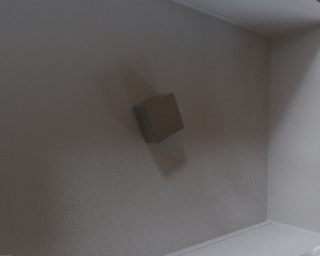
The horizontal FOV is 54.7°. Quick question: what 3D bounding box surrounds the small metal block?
[{"bbox_3d":[-0.001,-0.013,0.404,0.050,0.025,0.050,-30,109,-36],"label":"small metal block"}]
